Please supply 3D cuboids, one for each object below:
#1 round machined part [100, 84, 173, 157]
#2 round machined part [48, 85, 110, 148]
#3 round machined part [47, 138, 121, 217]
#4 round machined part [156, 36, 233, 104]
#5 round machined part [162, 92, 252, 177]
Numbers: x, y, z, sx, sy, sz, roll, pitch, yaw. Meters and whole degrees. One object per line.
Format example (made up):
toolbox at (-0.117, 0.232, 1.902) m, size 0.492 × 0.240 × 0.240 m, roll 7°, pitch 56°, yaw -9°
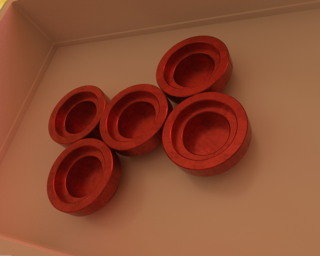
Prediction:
round machined part at (-0.027, -0.007, 0.409) m, size 0.098 × 0.042 × 0.098 m, roll -13°, pitch 56°, yaw 21°
round machined part at (-0.111, -0.011, 0.458) m, size 0.098 × 0.042 × 0.098 m, roll -13°, pitch 56°, yaw 21°
round machined part at (-0.092, 0.065, 0.399) m, size 0.098 × 0.042 × 0.098 m, roll -13°, pitch 56°, yaw 21°
round machined part at (0.048, -0.071, 0.410) m, size 0.098 × 0.042 × 0.098 m, roll -13°, pitch 56°, yaw 21°
round machined part at (0.056, 0.010, 0.356) m, size 0.098 × 0.042 × 0.098 m, roll -13°, pitch 56°, yaw 21°
